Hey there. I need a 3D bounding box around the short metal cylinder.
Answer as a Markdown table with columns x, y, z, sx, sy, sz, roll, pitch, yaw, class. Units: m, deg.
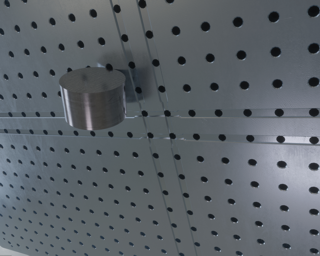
| x | y | z | sx | sy | sz | roll | pitch | yaw | class |
| --- | --- | --- | --- | --- | --- | --- | --- | --- | --- |
| -0.083 | -0.040 | 0.396 | 0.080 | 0.080 | 0.050 | 15 | 125 | 20 | short metal cylinder |
